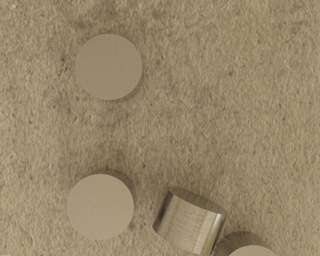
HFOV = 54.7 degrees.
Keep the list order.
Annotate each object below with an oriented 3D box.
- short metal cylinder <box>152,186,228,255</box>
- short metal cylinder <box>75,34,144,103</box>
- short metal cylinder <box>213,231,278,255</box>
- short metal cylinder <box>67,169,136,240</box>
[{"bbox_3d":[0.037,0.112,0.383,0.080,0.080,0.050,22,90,-1],"label":"short metal cylinder"},{"bbox_3d":[-0.062,-0.073,0.397,0.081,0.050,0.079,0,90,-1],"label":"short metal cylinder"},{"bbox_3d":[0.112,0.181,0.399,0.081,0.050,0.079,0,90,-1],"label":"short metal cylinder"},{"bbox_3d":[-0.072,0.095,0.397,0.081,0.050,0.079,0,90,-1],"label":"short metal cylinder"}]
